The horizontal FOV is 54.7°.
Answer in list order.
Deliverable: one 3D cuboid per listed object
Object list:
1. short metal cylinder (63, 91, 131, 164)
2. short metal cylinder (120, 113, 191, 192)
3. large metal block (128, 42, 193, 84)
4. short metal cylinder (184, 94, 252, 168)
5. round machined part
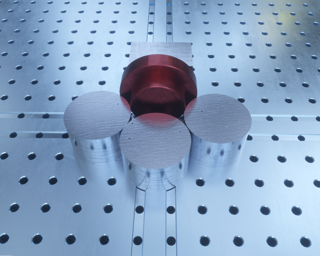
[{"bbox_3d":[-0.075,-0.002,0.392,0.081,0.050,0.080,0,50,0],"label":"short metal cylinder"},{"bbox_3d":[-0.005,0.028,0.368,0.081,0.050,0.080,0,50,0],"label":"short metal cylinder"},{"bbox_3d":[0.001,-0.071,0.431,0.081,0.080,0.050,1,50,0],"label":"large metal block"},{"bbox_3d":[0.069,0.003,0.390,0.081,0.050,0.080,0,50,0],"label":"short metal cylinder"},{"bbox_3d":[-0.002,-0.041,0.392,0.099,0.097,0.042,1,50,1],"label":"round machined part"}]
